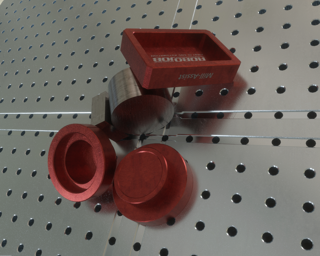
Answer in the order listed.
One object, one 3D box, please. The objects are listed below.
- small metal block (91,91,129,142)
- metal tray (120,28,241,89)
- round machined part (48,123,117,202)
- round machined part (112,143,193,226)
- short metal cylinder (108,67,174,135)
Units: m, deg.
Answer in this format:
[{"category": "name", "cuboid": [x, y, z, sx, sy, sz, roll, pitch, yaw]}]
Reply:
[{"category": "small metal block", "cuboid": [-0.069, -0.015, 0.434, 0.025, 0.050, 0.050, -23, 53, 25]}, {"category": "metal tray", "cuboid": [0.026, -0.092, 0.397, 0.131, 0.030, 0.090, -8, 47, -26]}, {"category": "round machined part", "cuboid": [-0.096, 0.043, 0.403, 0.098, 0.042, 0.097, 0, 89, 30]}, {"category": "round machined part", "cuboid": [-0.015, 0.062, 0.366, 0.098, 0.042, 0.098, -13, 56, 20]}, {"category": "short metal cylinder", "cuboid": [-0.026, -0.035, 0.406, 0.080, 0.080, 0.050, -23, 54, 14]}]
